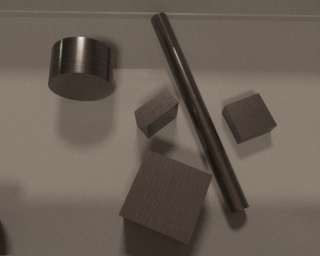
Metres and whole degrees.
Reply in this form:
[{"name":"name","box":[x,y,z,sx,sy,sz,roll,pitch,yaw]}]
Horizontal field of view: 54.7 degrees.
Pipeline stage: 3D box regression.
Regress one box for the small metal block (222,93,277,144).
[{"name":"small metal block","box":[0.119,-0.012,0.416,0.050,0.025,0.050,-21,72,-8]}]

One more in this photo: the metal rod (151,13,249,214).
[{"name":"metal rod","box":[0.047,-0.033,0.422,0.025,0.025,0.299,-18,71,-7]}]

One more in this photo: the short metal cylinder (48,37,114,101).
[{"name":"short metal cylinder","box":[-0.102,-0.075,0.406,0.081,0.080,0.050,-1,70,-1]}]

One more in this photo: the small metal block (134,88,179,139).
[{"name":"small metal block","box":[-0.004,-0.018,0.403,0.050,0.050,0.025,-38,75,-13]}]

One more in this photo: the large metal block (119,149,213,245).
[{"name":"large metal block","box":[0.008,0.082,0.366,0.080,0.050,0.080,21,71,7]}]
